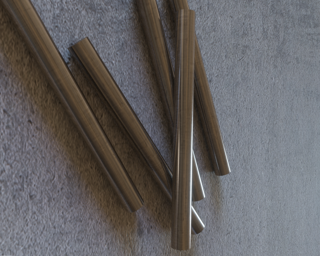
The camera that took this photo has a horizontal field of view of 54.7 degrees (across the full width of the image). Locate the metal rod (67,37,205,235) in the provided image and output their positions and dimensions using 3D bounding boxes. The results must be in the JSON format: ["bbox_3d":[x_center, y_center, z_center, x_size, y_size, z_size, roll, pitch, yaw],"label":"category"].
[{"bbox_3d":[-0.017,0.026,0.389,0.025,0.025,0.299,-46,117,-30],"label":"metal rod"}]

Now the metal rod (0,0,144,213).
[{"bbox_3d":[-0.092,-0.031,0.326,0.025,0.025,0.299,-40,114,-33],"label":"metal rod"}]

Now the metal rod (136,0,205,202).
[{"bbox_3d":[0.015,-0.040,0.416,0.025,0.025,0.298,-25,106,-37],"label":"metal rod"}]

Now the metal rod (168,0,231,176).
[{"bbox_3d":[0.057,-0.069,0.451,0.025,0.025,0.298,-28,107,-37],"label":"metal rod"}]

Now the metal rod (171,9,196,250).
[{"bbox_3d":[0.030,0.001,0.395,0.025,0.025,0.298,2,89,-40],"label":"metal rod"}]
